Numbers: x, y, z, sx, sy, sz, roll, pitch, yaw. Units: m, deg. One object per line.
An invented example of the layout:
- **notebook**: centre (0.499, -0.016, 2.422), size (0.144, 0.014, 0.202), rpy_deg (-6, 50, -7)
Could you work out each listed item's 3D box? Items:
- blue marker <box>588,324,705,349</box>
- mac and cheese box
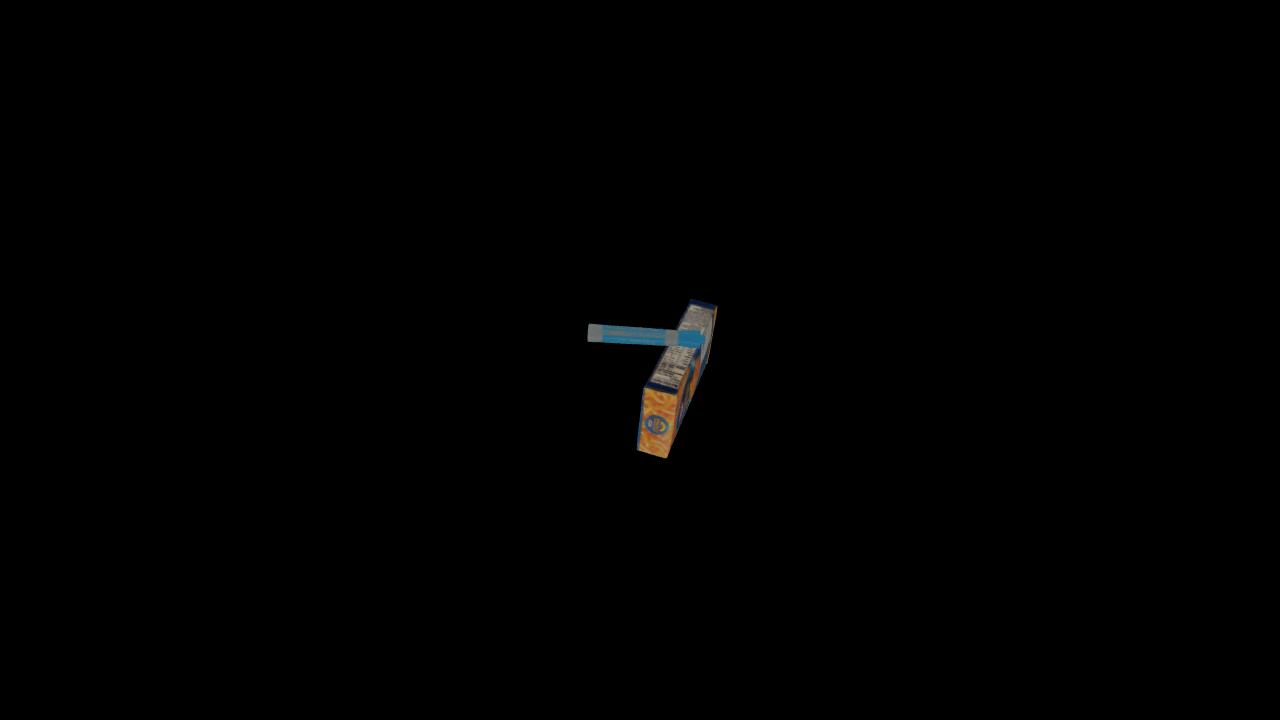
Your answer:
- **blue marker**: centre (0.007, -0.024, 0.633), size (0.121, 0.020, 0.020), rpy_deg (3, 0, -3)
- **mac and cheese box**: centre (0.045, 0.015, 0.700), size (0.041, 0.093, 0.184), rpy_deg (16, 39, 11)
